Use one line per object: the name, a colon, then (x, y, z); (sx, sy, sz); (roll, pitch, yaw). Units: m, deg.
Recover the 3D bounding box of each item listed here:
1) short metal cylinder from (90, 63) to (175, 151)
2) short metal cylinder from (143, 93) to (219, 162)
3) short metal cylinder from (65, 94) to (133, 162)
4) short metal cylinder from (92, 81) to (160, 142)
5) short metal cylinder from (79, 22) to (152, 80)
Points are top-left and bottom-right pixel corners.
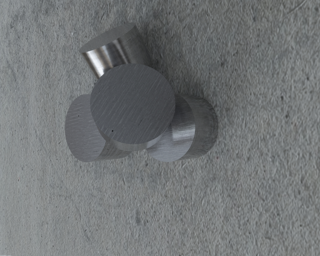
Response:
short metal cylinder: (-0.028, -0.019, 0.317); (0.050, 0.081, 0.080); (118, 140, -76)
short metal cylinder: (0.022, -0.001, 0.370); (0.080, 0.050, 0.079); (0, 90, 39)
short metal cylinder: (-0.072, 0.000, 0.381); (0.080, 0.050, 0.079); (0, 90, 39)
short metal cylinder: (-0.047, -0.022, 0.427); (0.080, 0.050, 0.079); (0, 90, 39)
short metal cylinder: (-0.058, -0.097, 0.408); (0.080, 0.080, 0.050); (0, 129, 39)
